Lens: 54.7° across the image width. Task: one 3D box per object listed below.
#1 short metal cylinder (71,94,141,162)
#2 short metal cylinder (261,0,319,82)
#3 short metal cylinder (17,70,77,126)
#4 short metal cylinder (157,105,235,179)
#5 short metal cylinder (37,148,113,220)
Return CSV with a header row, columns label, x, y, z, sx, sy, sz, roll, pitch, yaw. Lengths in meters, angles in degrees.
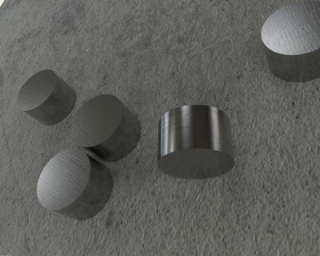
label,x,y,z,sx,sy,sz,roll,pitch,yaw
short metal cylinder,-0.073,0.001,0.426,0.080,0.050,0.080,-13,56,21
short metal cylinder,0.165,-0.101,0.363,0.080,0.050,0.080,-13,56,21
short metal cylinder,-0.189,-0.050,0.518,0.080,0.050,0.080,-13,56,21
short metal cylinder,0.038,0.018,0.338,0.080,0.080,0.050,-12,57,22
short metal cylinder,-0.109,0.073,0.400,0.080,0.050,0.080,-13,56,21
